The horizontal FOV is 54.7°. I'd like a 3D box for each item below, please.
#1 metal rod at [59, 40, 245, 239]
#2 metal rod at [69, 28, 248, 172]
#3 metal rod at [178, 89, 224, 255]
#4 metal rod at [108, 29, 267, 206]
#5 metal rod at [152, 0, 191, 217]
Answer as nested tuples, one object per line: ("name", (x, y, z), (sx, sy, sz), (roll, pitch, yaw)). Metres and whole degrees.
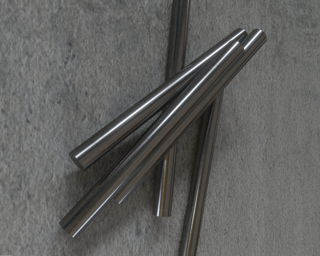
("metal rod", (0.001, 0.002, 0.365), (0.301, 0.025, 0.025), (-47, 119, -15))
("metal rod", (0.017, -0.050, 0.390), (0.302, 0.025, 0.025), (-40, 115, -27))
("metal rod", (0.063, 0.059, 0.459), (0.025, 0.025, 0.299), (19, 78, -39))
("metal rod", (0.043, -0.024, 0.402), (0.301, 0.025, 0.025), (-47, 120, -15))
("metal rod", (0.016, -0.034, 0.420), (0.025, 0.025, 0.298), (9, 84, -40))
